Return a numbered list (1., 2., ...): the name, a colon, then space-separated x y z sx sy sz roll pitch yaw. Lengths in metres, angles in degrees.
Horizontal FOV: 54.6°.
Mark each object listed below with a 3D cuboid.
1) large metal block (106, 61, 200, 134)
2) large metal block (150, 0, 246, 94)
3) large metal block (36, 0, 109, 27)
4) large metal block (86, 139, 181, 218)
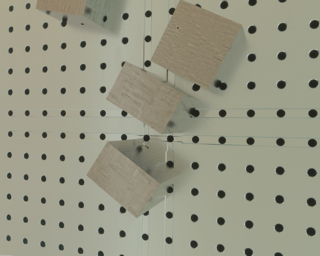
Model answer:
1. large metal block: -0.005 -0.035 0.386 0.080 0.080 0.050 32 101 17
2. large metal block: 0.048 -0.098 0.383 0.080 0.050 0.080 30 100 17
3. large metal block: -0.120 -0.196 0.442 0.080 0.050 0.080 15 95 19
4. large metal block: -0.030 0.059 0.394 0.080 0.080 0.050 36 102 16
